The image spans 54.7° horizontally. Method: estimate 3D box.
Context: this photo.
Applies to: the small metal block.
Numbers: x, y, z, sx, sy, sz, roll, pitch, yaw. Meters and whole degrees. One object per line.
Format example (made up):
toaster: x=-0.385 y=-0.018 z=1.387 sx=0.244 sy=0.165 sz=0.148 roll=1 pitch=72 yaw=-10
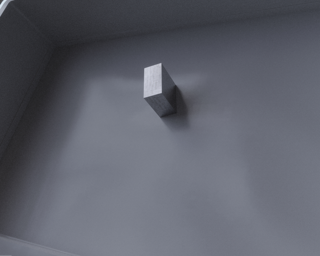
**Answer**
small metal block: x=0.001 y=-0.050 z=0.419 sx=0.025 sy=0.050 sz=0.050 roll=-14 pitch=56 yaw=20
